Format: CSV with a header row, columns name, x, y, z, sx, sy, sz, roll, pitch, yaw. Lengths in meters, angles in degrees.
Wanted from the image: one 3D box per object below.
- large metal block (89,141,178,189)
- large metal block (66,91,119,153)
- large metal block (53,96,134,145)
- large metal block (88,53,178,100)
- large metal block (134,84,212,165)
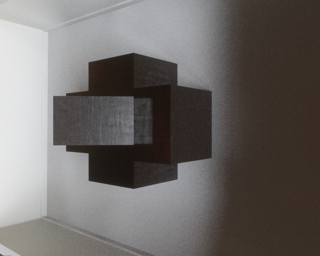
name,x,y,z,sx,sy,sz,roll,pitch,yaw
large metal block,-0.034,0.042,0.398,0.080,0.081,0.050,0,90,40
large metal block,-0.084,-0.008,0.440,0.050,0.081,0.080,0,90,40
large metal block,-0.070,-0.008,0.354,0.081,0.080,0.050,0,90,-5
large metal block,-0.034,-0.058,0.398,0.080,0.081,0.050,0,90,40
large metal block,0.017,-0.004,0.353,0.050,0.081,0.080,0,90,39
